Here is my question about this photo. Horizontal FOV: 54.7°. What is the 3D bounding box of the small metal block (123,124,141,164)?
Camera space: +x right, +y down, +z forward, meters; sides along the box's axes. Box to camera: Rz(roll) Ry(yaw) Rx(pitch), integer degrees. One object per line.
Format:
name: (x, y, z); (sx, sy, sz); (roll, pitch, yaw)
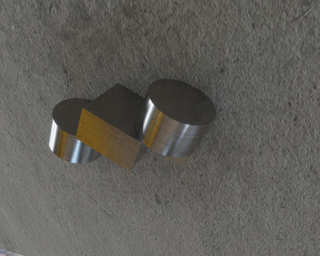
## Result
small metal block: (-0.047, 0.021, 0.447); (0.050, 0.025, 0.050); (31, 128, 8)

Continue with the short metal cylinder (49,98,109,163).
short metal cylinder: (-0.111, 0.003, 0.433); (0.080, 0.080, 0.050); (31, 128, 8)

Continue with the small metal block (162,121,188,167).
small metal block: (0.021, 0.015, 0.407); (0.050, 0.025, 0.050); (31, 128, 8)

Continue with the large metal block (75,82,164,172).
large metal block: (-0.046, -0.004, 0.395); (0.080, 0.080, 0.050); (31, 128, 8)

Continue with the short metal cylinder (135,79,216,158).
short metal cylinder: (0.017, -0.013, 0.356); (0.080, 0.080, 0.050); (31, 128, 8)
